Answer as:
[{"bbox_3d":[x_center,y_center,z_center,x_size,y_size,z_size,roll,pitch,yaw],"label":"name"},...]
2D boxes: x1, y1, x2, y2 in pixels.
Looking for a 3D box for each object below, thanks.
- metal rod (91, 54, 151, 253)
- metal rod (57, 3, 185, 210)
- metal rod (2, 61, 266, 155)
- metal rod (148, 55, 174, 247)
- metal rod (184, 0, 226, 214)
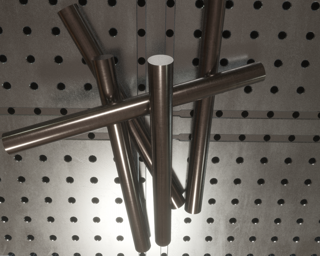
[{"bbox_3d":[-0.046,0.052,0.414,0.025,0.025,0.298,-7,117,2],"label":"metal rod"},{"bbox_3d":[-0.041,-0.014,0.407,0.025,0.025,0.299,-25,109,8],"label":"metal rod"},{"bbox_3d":[-0.022,-0.026,0.355,0.302,0.025,0.025,-17,110,-8],"label":"metal rod"},{"bbox_3d":[0.003,0.053,0.389,0.025,0.025,0.298,-1,127,0],"label":"metal rod"},{"bbox_3d":[0.057,-0.019,0.407,0.025,0.025,0.298,3,110,-2],"label":"metal rod"}]
